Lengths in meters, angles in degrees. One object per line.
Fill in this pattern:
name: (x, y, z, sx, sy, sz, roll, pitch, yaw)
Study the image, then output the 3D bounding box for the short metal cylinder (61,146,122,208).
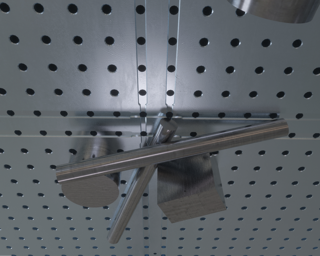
short metal cylinder: (-0.098, 0.073, 0.456, 0.081, 0.050, 0.079, 0, 130, 0)

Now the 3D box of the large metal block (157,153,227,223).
large metal block: (0.043, 0.080, 0.444, 0.080, 0.080, 0.050, -19, 128, 15)

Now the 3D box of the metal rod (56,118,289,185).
metal rod: (0.018, 0.030, 0.405, 0.302, 0.025, 0.025, -12, 130, -3)

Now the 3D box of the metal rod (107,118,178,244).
metal rod: (-0.038, 0.102, 0.497, 0.025, 0.025, 0.298, 15, 129, -13)

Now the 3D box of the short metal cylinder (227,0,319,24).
short metal cylinder: (0.102, -0.130, 0.266, 0.081, 0.080, 0.050, 7, 130, -6)
